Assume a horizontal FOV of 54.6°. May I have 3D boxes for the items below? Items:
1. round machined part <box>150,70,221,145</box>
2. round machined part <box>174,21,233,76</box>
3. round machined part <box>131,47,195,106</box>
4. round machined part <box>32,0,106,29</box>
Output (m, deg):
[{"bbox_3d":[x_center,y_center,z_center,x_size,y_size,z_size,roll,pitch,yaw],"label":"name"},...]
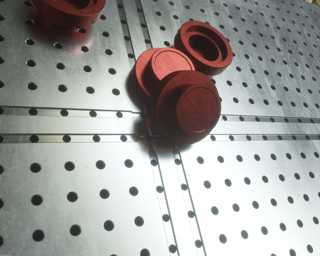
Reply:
[{"bbox_3d":[0.040,-0.026,0.402,0.099,0.042,0.097,-6,102,-28],"label":"round machined part"},{"bbox_3d":[0.066,-0.125,0.508,0.099,0.042,0.098,14,56,-21],"label":"round machined part"},{"bbox_3d":[0.011,-0.075,0.443,0.099,0.042,0.098,10,63,-20],"label":"round machined part"},{"bbox_3d":[-0.130,-0.179,0.436,0.099,0.042,0.098,13,56,-21],"label":"round machined part"}]
